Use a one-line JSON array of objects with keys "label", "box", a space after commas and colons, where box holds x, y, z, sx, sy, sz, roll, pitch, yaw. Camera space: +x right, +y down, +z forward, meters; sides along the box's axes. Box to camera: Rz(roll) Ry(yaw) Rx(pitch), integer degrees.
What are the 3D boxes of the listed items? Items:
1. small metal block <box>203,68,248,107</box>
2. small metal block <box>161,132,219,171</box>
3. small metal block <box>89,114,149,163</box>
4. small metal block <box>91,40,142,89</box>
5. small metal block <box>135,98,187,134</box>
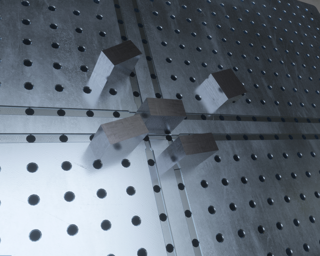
[{"label": "small metal block", "box": [0.107, -0.067, 0.509, 0.050, 0.025, 0.050, -20, 73, -36]}, {"label": "small metal block", "box": [0.037, 0.030, 0.396, 0.050, 0.050, 0.025, -5, 65, -31]}, {"label": "small metal block", "box": [-0.048, 0.012, 0.360, 0.050, 0.050, 0.025, -18, 72, -35]}, {"label": "small metal block", "box": [-0.058, -0.085, 0.414, 0.050, 0.050, 0.025, -35, 82, -39]}, {"label": "small metal block", "box": [-0.002, -0.014, 0.401, 0.050, 0.050, 0.025, 1, 62, -28]}]
